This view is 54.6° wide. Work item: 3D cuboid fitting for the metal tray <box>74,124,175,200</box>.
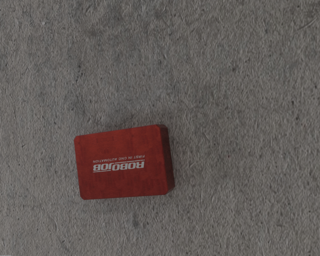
[{"bbox_3d":[-0.050,0.048,0.425,0.130,0.030,0.090,-8,87,19],"label":"metal tray"}]
